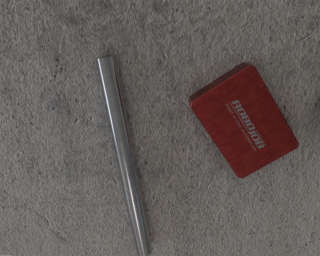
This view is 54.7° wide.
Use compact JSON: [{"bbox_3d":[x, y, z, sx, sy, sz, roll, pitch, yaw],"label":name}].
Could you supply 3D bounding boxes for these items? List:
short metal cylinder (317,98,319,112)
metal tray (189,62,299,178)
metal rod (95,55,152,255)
[{"bbox_3d":[0.242,-0.020,0.375,0.080,0.080,0.050,-28,108,10],"label":"short metal cylinder"},{"bbox_3d":[0.109,-0.008,0.405,0.090,0.030,0.130,-33,107,11],"label":"metal tray"},{"bbox_3d":[-0.045,0.052,0.428,0.025,0.025,0.298,-8,110,3],"label":"metal rod"}]
